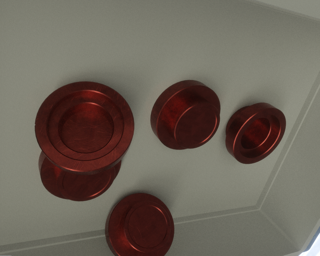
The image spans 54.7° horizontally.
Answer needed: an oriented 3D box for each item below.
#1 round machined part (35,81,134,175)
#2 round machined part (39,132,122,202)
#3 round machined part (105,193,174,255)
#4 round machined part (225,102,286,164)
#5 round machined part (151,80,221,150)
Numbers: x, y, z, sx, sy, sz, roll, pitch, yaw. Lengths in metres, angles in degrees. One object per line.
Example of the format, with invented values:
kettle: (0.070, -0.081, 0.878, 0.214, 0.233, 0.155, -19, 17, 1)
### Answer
round machined part: (-0.079, 0.003, 0.334, 0.099, 0.098, 0.042, -21, 166, -17)
round machined part: (-0.094, 0.050, 0.379, 0.099, 0.042, 0.097, -14, 125, -21)
round machined part: (-0.024, 0.140, 0.435, 0.099, 0.098, 0.042, -5, 160, -26)
round machined part: (0.142, 0.004, 0.481, 0.099, 0.042, 0.097, -14, 125, -21)
round machined part: (0.041, -0.011, 0.415, 0.099, 0.042, 0.097, -14, 125, -21)
